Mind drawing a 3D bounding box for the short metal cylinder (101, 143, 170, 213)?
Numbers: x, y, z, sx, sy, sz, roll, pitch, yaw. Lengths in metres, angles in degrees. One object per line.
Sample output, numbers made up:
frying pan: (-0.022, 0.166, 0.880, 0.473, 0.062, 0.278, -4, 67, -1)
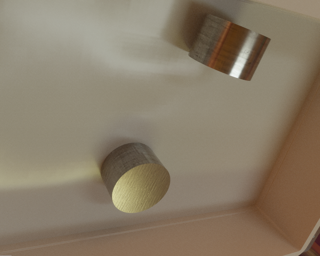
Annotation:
short metal cylinder: (-0.033, 0.067, 0.417, 0.081, 0.050, 0.079, -14, 125, -21)

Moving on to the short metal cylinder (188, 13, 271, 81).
short metal cylinder: (0.080, -0.094, 0.360, 0.081, 0.080, 0.050, 8, 114, -33)
